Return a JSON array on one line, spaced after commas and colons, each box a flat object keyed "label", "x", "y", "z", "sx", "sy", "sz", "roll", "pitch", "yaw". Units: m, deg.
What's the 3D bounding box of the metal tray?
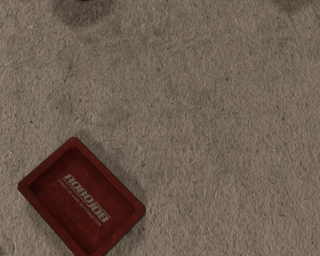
[{"label": "metal tray", "x": -0.092, "y": 0.085, "z": 0.373, "sx": 0.130, "sy": 0.030, "sz": 0.090, "roll": 43, "pitch": 75, "yaw": 13}]
